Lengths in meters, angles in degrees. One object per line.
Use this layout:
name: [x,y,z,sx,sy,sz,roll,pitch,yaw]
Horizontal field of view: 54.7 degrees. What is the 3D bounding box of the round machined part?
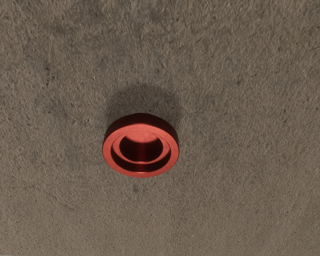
round machined part: [-0.024,0.019,0.412,0.099,0.042,0.097,-1,130,0]
